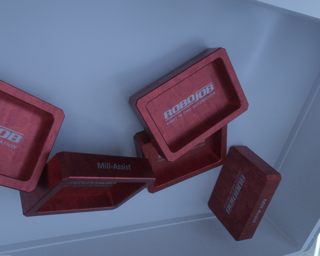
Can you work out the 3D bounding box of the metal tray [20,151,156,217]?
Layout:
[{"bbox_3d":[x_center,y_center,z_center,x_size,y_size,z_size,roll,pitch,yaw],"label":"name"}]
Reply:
[{"bbox_3d":[-0.080,0.067,0.364,0.090,0.030,0.131,-40,148,29],"label":"metal tray"}]

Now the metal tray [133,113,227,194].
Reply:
[{"bbox_3d":[0.033,0.031,0.444,0.131,0.030,0.089,-19,126,-18],"label":"metal tray"}]

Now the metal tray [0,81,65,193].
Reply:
[{"bbox_3d":[-0.165,-0.001,0.285,0.131,0.030,0.090,30,69,-39],"label":"metal tray"}]

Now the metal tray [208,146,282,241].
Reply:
[{"bbox_3d":[0.133,0.105,0.506,0.030,0.090,0.129,1,118,-29],"label":"metal tray"}]

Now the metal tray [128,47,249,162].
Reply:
[{"bbox_3d":[0.039,-0.030,0.385,0.131,0.030,0.090,-34,111,-13],"label":"metal tray"}]
